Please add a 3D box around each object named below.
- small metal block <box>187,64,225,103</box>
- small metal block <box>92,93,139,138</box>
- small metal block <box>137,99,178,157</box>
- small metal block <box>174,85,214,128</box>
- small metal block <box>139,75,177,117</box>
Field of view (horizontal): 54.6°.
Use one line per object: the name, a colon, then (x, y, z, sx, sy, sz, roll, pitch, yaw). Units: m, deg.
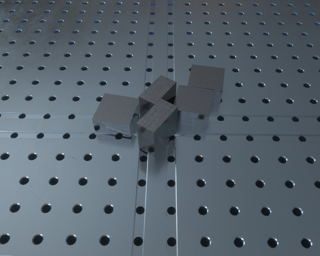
small metal block: (0.069, -0.067, 0.465, 0.050, 0.025, 0.050, 9, 51, 7)
small metal block: (-0.058, -0.018, 0.423, 0.050, 0.025, 0.050, 10, 51, 8)
small metal block: (-0.003, 0.000, 0.392, 0.025, 0.050, 0.050, 28, 56, 22)
small metal block: (0.046, -0.031, 0.435, 0.050, 0.025, 0.050, 10, 51, 8)
small metal block: (-0.002, -0.035, 0.421, 0.025, 0.050, 0.050, 27, 55, 21)
